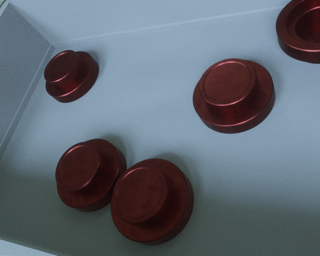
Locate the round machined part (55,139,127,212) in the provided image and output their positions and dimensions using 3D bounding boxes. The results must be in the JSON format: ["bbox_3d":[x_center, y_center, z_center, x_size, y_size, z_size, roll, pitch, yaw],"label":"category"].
[{"bbox_3d":[-0.097,0.057,0.409,0.098,0.042,0.098,-13,56,20],"label":"round machined part"}]

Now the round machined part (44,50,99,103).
[{"bbox_3d":[-0.159,-0.095,0.534,0.098,0.042,0.098,-13,56,20],"label":"round machined part"}]

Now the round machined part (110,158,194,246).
[{"bbox_3d":[-0.015,0.079,0.353,0.098,0.042,0.098,-13,56,20],"label":"round machined part"}]

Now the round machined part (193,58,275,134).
[{"bbox_3d":[0.086,-0.046,0.377,0.098,0.042,0.098,-13,56,20],"label":"round machined part"}]

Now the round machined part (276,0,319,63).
[{"bbox_3d":[0.191,-0.115,0.365,0.098,0.042,0.098,-13,56,20],"label":"round machined part"}]
